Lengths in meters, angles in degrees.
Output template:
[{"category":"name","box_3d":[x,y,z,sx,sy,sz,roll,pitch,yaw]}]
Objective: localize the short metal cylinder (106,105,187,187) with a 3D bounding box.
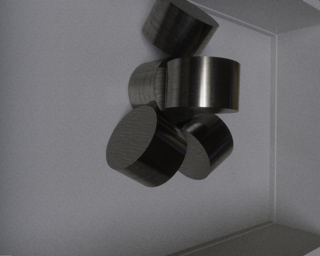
[{"category":"short metal cylinder","box_3d":[-0.016,0.021,0.355,0.050,0.080,0.080,36,68,-34]}]

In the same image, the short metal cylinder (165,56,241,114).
[{"category":"short metal cylinder","box_3d":[0.047,-0.044,0.342,0.081,0.080,0.050,4,88,-40]}]

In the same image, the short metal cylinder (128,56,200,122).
[{"category":"short metal cylinder","box_3d":[0.007,-0.047,0.393,0.081,0.050,0.080,0,90,-40]}]

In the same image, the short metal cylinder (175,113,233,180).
[{"category":"short metal cylinder","box_3d":[0.049,0.021,0.409,0.050,0.080,0.080,-35,112,-34]}]

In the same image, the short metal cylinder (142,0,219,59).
[{"category":"short metal cylinder","box_3d":[0.025,-0.124,0.381,0.081,0.080,0.050,5,130,-40]}]
